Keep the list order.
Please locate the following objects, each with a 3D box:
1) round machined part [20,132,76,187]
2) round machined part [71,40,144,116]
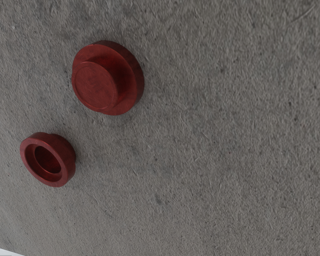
[{"bbox_3d":[-0.182,0.049,0.522,0.098,0.042,0.097,13,124,21],"label":"round machined part"},{"bbox_3d":[-0.073,-0.059,0.398,0.098,0.042,0.097,13,124,21],"label":"round machined part"}]
